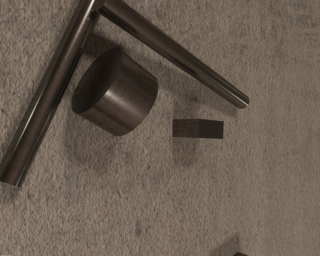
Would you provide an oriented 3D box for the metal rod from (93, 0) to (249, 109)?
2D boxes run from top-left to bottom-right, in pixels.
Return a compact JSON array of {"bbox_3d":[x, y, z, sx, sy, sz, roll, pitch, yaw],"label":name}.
[{"bbox_3d":[0.040,-0.088,0.422,0.301,0.025,0.025,24,75,-43],"label":"metal rod"}]

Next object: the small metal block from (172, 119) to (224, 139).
[{"bbox_3d":[0.053,0.002,0.436,0.050,0.050,0.025,4,88,-40],"label":"small metal block"}]

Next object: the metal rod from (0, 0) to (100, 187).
[{"bbox_3d":[-0.093,-0.085,0.327,0.025,0.025,0.299,31,71,-36],"label":"metal rod"}]

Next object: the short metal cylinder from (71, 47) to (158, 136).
[{"bbox_3d":[-0.048,-0.038,0.330,0.050,0.080,0.080,35,69,-35],"label":"short metal cylinder"}]

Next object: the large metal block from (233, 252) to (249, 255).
[{"bbox_3d":[0.128,0.263,0.500,0.081,0.050,0.079,-15,100,-39],"label":"large metal block"}]
